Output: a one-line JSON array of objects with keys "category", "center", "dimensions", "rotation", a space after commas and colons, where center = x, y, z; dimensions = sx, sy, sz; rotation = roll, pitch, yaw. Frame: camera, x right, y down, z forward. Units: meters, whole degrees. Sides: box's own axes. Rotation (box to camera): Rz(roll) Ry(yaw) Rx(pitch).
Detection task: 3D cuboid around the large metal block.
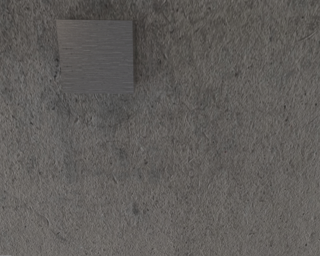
[{"category": "large metal block", "center": [-0.070, -0.085, 0.364], "dimensions": [0.081, 0.050, 0.079], "rotation": [1, 110, -1]}]
